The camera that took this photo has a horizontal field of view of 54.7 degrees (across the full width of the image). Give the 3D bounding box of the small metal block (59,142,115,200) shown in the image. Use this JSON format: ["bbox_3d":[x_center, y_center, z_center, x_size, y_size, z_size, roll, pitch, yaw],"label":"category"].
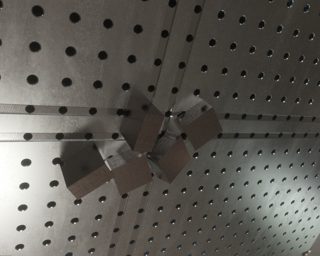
[{"bbox_3d":[-0.090,0.051,0.379,0.050,0.050,0.025,-32,129,-8],"label":"small metal block"}]

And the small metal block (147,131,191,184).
[{"bbox_3d":[0.013,0.041,0.435,0.050,0.025,0.050,-46,133,-24],"label":"small metal block"}]

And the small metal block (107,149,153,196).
[{"bbox_3d":[-0.042,0.058,0.426,0.050,0.025,0.050,-23,127,-15],"label":"small metal block"}]

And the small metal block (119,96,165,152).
[{"bbox_3d":[-0.024,-0.005,0.380,0.025,0.050,0.050,6,115,-32],"label":"small metal block"}]

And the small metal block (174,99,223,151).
[{"bbox_3d":[0.056,-0.004,0.442,0.050,0.025,0.050,-36,129,-5],"label":"small metal block"}]
